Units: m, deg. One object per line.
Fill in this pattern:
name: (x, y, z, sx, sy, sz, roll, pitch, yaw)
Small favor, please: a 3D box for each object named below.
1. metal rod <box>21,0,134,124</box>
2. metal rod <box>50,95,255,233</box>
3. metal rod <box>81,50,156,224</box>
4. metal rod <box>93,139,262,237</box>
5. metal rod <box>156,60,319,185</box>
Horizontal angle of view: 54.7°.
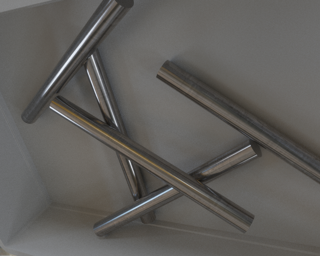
metal rod: (-0.125, -0.071, 0.401, 0.025, 0.025, 0.299, 51, 136, -8)
metal rod: (-0.020, 0.040, 0.402, 0.301, 0.025, 0.025, 31, 128, 13)
metal rod: (-0.057, 0.018, 0.448, 0.025, 0.025, 0.298, -2, 118, 29)
metal rod: (0.006, 0.096, 0.439, 0.299, 0.025, 0.025, -34, 99, 30)
metal rod: (0.127, 0.014, 0.349, 0.301, 0.025, 0.025, 34, 129, 5)
